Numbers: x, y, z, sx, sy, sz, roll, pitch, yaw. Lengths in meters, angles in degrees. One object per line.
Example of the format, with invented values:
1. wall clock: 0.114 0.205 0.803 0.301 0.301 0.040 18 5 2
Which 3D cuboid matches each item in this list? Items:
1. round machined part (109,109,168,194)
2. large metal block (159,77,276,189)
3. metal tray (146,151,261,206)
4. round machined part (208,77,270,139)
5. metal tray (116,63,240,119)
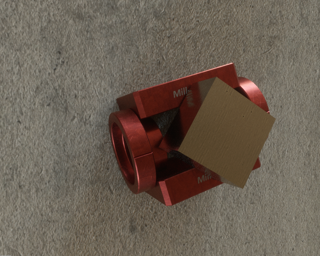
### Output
1. round machined part: -0.024 0.024 0.363 0.042 0.098 0.097 -17 96 -20
2. large metal block: 0.059 0.005 0.322 0.080 0.050 0.080 31 80 -18
3. metal tray: 0.047 0.051 0.393 0.131 0.090 0.030 -19 97 -19
4. round machined part: 0.095 -0.015 0.407 0.042 0.098 0.097 -17 96 -20
5. metal tray: 0.020 -0.044 0.385 0.131 0.090 0.030 -19 97 -19
